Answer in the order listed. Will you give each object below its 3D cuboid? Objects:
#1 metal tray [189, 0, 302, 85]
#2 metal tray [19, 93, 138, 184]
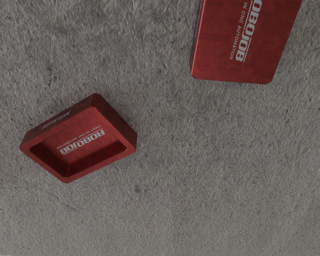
[{"bbox_3d":[0.084,-0.109,0.312,0.091,0.030,0.129,4,130,-4],"label":"metal tray"},{"bbox_3d":[-0.108,0.019,0.418,0.130,0.030,0.090,-26,126,20],"label":"metal tray"}]
